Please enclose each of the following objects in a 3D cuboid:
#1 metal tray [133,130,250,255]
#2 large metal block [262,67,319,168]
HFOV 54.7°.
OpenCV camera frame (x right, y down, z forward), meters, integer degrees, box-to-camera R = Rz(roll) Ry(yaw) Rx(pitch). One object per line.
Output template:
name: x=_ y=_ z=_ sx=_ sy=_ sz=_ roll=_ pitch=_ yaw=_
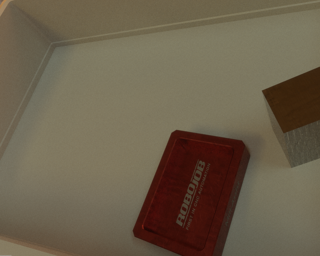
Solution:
metal tray: x=0.036 y=0.070 z=0.339 sx=0.090 sy=0.030 sz=0.130 roll=9 pitch=66 yaw=31
large metal block: x=0.152 y=-0.012 z=0.297 sx=0.080 sy=0.080 sz=0.050 roll=-23 pitch=54 yaw=14
